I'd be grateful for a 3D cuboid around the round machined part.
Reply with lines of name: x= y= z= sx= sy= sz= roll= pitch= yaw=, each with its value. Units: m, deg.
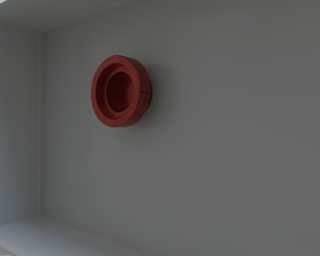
round machined part: x=-0.049 y=-0.050 z=0.434 sx=0.098 sy=0.042 sz=0.097 roll=0 pitch=90 yaw=39
